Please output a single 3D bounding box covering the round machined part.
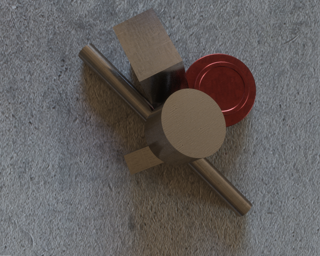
[{"bbox_3d":[0.077,-0.049,0.403,0.099,0.042,0.097,0,90,-1],"label":"round machined part"}]

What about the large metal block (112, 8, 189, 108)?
[{"bbox_3d":[-0.008,-0.079,0.373,0.050,0.080,0.080,-26,68,1],"label":"large metal block"}]

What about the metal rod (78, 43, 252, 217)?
[{"bbox_3d":[0.007,0.003,0.412,0.025,0.025,0.300,-45,91,0],"label":"metal rod"}]

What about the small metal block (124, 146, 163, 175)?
[{"bbox_3d":[-0.016,0.036,0.399,0.050,0.050,0.025,-21,90,-1],"label":"small metal block"}]

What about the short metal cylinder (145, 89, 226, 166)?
[{"bbox_3d":[0.029,0.000,0.362,0.081,0.050,0.080,7,72,-22],"label":"short metal cylinder"}]
